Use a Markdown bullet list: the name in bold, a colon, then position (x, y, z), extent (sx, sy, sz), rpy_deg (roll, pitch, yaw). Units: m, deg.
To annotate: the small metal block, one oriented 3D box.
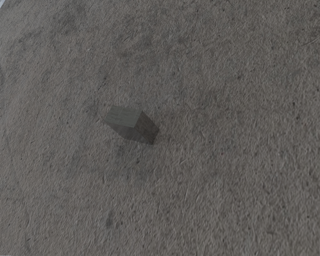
- **small metal block**: position (-0.037, -0.004, 0.410), extent (0.050, 0.050, 0.025), rpy_deg (11, 68, 33)
